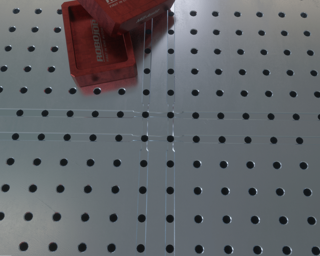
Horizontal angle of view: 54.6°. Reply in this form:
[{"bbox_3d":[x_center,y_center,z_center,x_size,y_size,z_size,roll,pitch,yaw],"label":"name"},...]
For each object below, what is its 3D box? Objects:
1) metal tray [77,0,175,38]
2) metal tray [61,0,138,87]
[{"bbox_3d":[-0.047,-0.195,0.450,0.090,0.030,0.131,48,58,3],"label":"metal tray"},{"bbox_3d":[-0.090,-0.131,0.456,0.091,0.030,0.130,-12,70,-4],"label":"metal tray"}]
